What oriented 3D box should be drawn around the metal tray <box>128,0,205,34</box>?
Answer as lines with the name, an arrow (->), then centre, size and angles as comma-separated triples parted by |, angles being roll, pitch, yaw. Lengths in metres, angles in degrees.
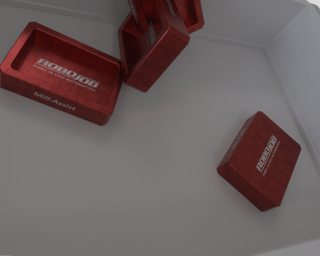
metal tray -> 0.003, -0.180, 0.410 | 0.090, 0.129, 0.030 | -27, 42, -8

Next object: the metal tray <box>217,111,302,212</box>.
metal tray -> 0.150, 0.045, 0.455 | 0.090, 0.030, 0.131 | 42, 51, 0

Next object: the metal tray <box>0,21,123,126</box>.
metal tray -> -0.113, -0.067, 0.381 | 0.131, 0.030, 0.090 | 22, 53, -15

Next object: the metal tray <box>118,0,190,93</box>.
metal tray -> -0.014, -0.119, 0.395 | 0.030, 0.090, 0.130 | 23, 37, -32
